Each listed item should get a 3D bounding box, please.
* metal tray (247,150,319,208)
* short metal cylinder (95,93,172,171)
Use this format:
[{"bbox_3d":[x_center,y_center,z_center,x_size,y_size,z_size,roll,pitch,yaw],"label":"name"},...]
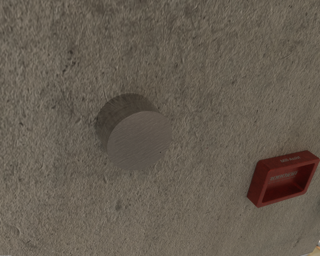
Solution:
[{"bbox_3d":[0.235,0.096,0.591,0.131,0.030,0.089,-8,122,-25],"label":"metal tray"},{"bbox_3d":[-0.032,0.004,0.376,0.081,0.050,0.079,-14,124,-21],"label":"short metal cylinder"}]
